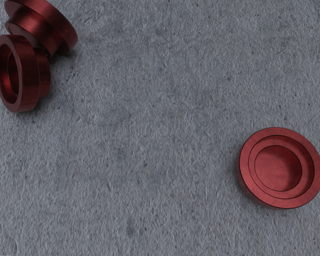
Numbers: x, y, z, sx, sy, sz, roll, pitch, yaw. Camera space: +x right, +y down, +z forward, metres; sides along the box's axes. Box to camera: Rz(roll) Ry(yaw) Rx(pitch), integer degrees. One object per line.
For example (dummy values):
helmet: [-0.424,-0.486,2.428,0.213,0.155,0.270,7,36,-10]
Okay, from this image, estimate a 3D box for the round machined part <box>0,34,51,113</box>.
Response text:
round machined part: [-0.177,-0.071,0.404,0.042,0.097,0.098,-13,66,-43]

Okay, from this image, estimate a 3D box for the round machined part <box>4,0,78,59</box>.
round machined part: [-0.165,-0.131,0.416,0.098,0.098,0.042,27,72,9]

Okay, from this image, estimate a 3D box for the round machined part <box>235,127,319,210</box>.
round machined part: [0.142,0.052,0.381,0.099,0.042,0.098,0,70,0]
